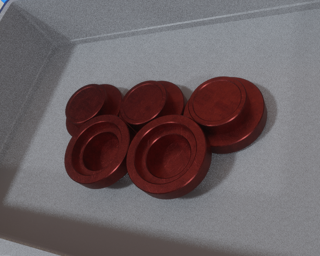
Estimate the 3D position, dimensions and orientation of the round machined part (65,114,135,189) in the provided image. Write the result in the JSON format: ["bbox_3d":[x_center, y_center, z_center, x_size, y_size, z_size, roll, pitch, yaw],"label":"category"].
[{"bbox_3d":[-0.073,0.034,0.410,0.098,0.042,0.098,-13,56,21],"label":"round machined part"}]

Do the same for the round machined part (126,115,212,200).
[{"bbox_3d":[0.013,0.036,0.363,0.098,0.042,0.098,-13,56,21],"label":"round machined part"}]

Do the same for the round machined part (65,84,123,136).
[{"bbox_3d":[-0.100,-0.027,0.460,0.098,0.042,0.098,-13,56,20],"label":"round machined part"}]

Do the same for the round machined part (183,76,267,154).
[{"bbox_3d":[0.072,-0.022,0.367,0.098,0.042,0.098,-14,55,21],"label":"round machined part"}]

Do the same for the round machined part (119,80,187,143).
[{"bbox_3d":[-0.014,-0.024,0.414,0.098,0.042,0.098,-14,55,21],"label":"round machined part"}]
